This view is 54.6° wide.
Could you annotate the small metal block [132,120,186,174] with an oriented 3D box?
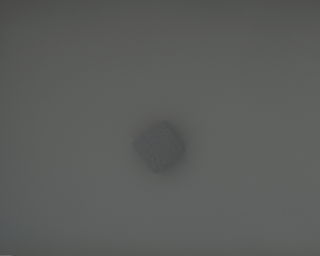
[{"bbox_3d":[-0.001,0.025,0.411,0.050,0.025,0.050,-36,90,0],"label":"small metal block"}]
